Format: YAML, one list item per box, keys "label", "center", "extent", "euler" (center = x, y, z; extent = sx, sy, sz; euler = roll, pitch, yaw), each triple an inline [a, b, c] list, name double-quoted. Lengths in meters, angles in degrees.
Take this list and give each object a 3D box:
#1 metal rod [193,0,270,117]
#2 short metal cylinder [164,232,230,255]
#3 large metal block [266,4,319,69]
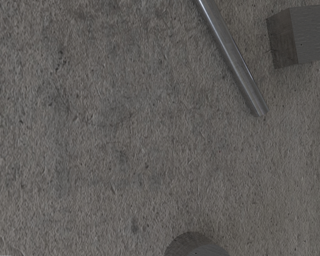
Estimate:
- label: "metal rod"
  center: [0.078, -0.149, 0.437]
  extent: [0.025, 0.025, 0.299]
  euler: [-34, 101, -17]
- label: "short metal cylinder"
  center: [0.050, 0.187, 0.415]
  extent: [0.081, 0.050, 0.079]
  euler: [0, 90, -20]
- label: "large metal block"
  center: [0.218, -0.140, 0.476]
  extent: [0.081, 0.050, 0.080]
  euler: [-13, 95, -20]
